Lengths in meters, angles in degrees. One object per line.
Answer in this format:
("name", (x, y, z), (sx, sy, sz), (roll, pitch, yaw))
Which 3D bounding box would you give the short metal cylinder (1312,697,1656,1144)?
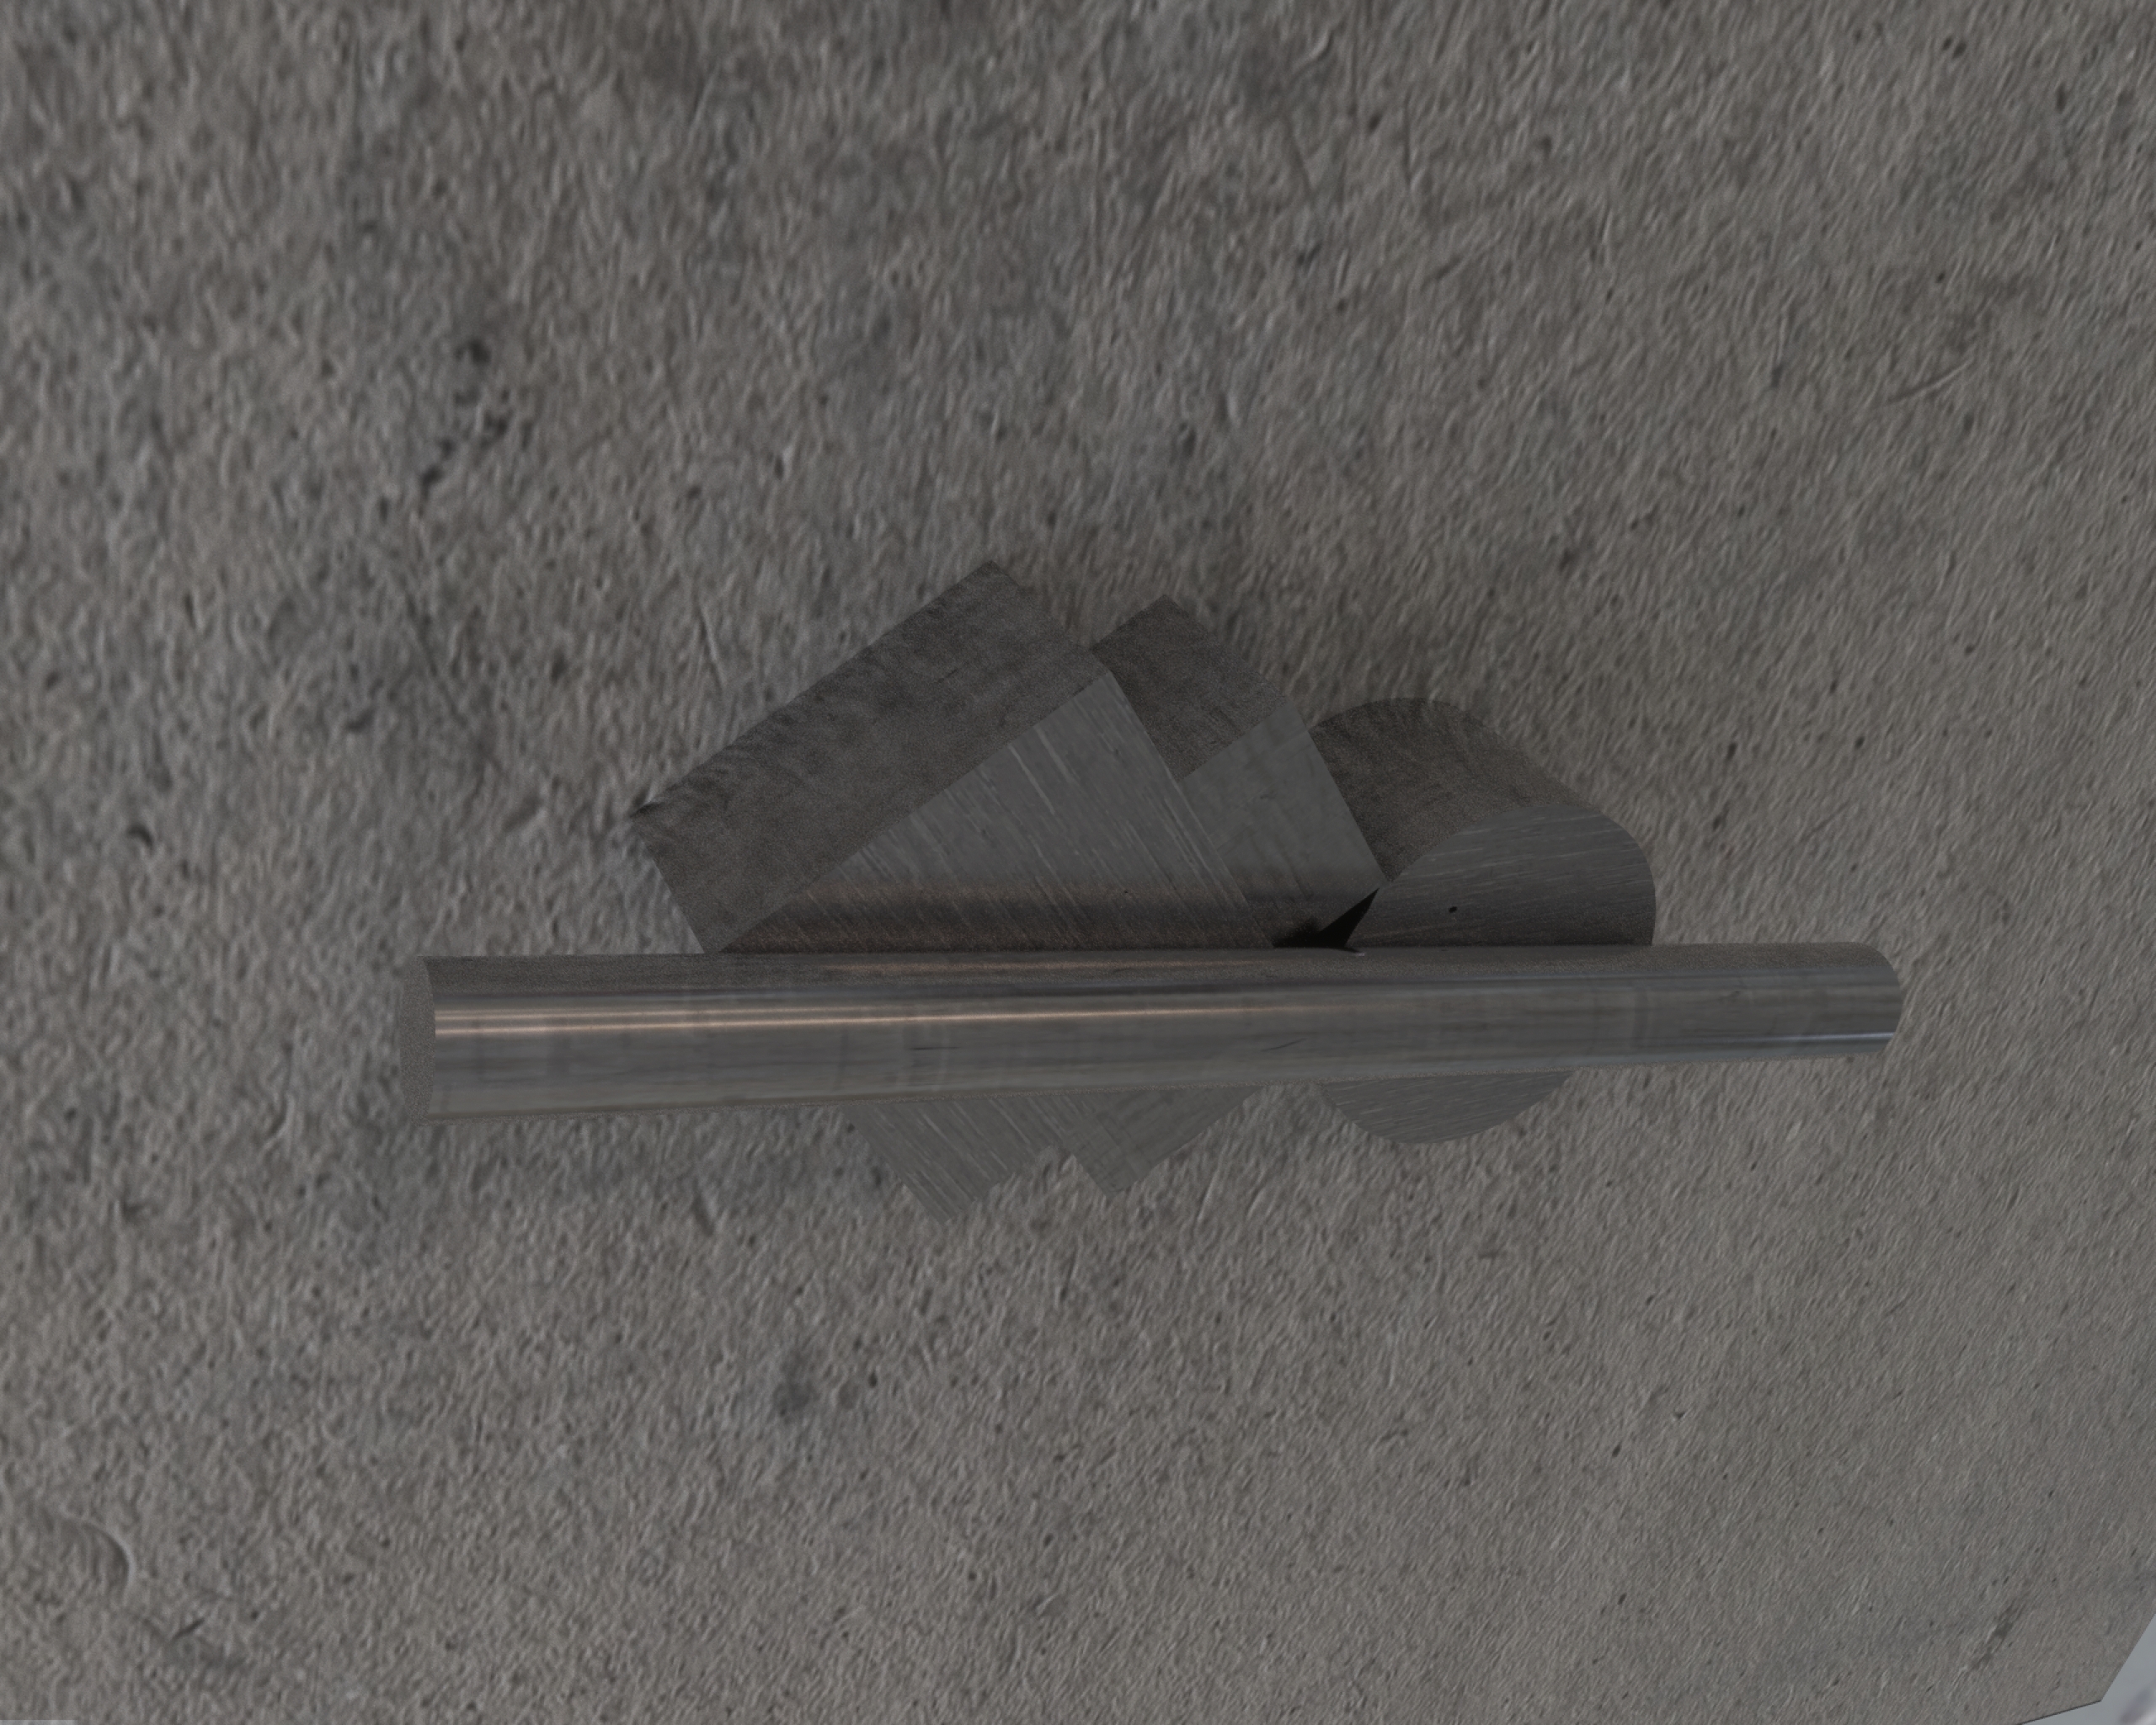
("short metal cylinder", (0.073, 0.012, 0.438), (0.081, 0.050, 0.079), (-14, 124, -21))

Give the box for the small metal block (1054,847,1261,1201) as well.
("small metal block", (0.010, 0.031, 0.418), (0.050, 0.050, 0.025), (-36, 130, -4))

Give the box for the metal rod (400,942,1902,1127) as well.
("metal rod", (0.036, 0.028, 0.378), (0.303, 0.025, 0.025), (1, 118, -29))

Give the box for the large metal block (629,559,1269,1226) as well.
("large metal block", (-0.020, 0.006, 0.383), (0.080, 0.050, 0.080), (-36, 129, -4))

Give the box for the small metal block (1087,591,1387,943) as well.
("small metal block", (0.027, -0.017, 0.397), (0.025, 0.050, 0.050), (-37, 130, -4))
